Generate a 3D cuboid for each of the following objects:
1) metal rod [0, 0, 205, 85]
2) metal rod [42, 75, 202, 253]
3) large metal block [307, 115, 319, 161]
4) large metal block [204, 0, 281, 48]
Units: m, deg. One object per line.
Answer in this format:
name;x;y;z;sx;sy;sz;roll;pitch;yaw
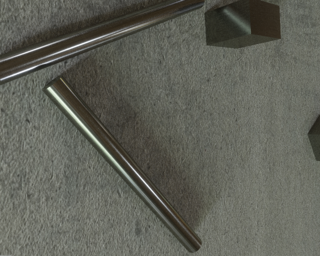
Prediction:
metal rod;-0.048;-0.119;0.365;0.302;0.025;0.025;-34;111;-35
metal rod;-0.030;0.062;0.381;0.025;0.025;0.300;-52;121;-28
large metal block;0.397;0.023;0.726;0.080;0.050;0.080;-44;117;-31
large metal block;0.128;-0.158;0.478;0.081;0.080;0.050;-8;95;-40
